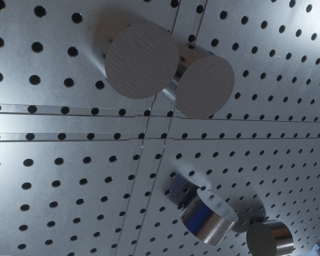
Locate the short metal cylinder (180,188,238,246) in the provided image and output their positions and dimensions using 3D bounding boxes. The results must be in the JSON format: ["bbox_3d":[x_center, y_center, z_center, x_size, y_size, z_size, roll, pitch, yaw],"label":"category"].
[{"bbox_3d":[0.080,0.144,0.509,0.080,0.080,0.050,24,105,-37],"label":"short metal cylinder"}]

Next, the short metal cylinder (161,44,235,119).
[{"bbox_3d":[0.044,-0.058,0.383,0.081,0.050,0.079,-14,124,-21],"label":"short metal cylinder"}]

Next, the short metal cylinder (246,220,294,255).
[{"bbox_3d":[0.228,0.235,0.645,0.050,0.080,0.079,3,117,-30],"label":"short metal cylinder"}]

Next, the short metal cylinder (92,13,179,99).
[{"bbox_3d":[-0.027,-0.078,0.332,0.081,0.050,0.079,-14,124,-21],"label":"short metal cylinder"}]
